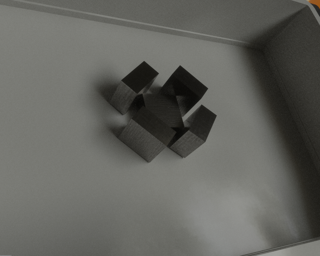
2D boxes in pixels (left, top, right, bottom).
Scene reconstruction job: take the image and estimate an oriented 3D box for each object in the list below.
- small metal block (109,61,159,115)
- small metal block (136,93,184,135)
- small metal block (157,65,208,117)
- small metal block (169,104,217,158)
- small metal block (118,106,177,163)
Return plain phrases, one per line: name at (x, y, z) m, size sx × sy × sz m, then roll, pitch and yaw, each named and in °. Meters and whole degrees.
small metal block at (-0.034, -0.051, 0.400) m, size 0.025 × 0.050 × 0.050 m, roll 41°, pitch 52°, yaw 0°
small metal block at (0.000, -0.017, 0.413) m, size 0.050 × 0.025 × 0.050 m, roll 1°, pitch 61°, yaw -28°
small metal block at (0.030, -0.051, 0.433) m, size 0.050 × 0.050 × 0.025 m, roll 39°, pitch 50°, yaw -3°
small metal block at (0.044, 0.005, 0.407) m, size 0.025 × 0.050 × 0.050 m, roll 36°, pitch 50°, yaw -6°
small metal block at (-0.016, 0.009, 0.373) m, size 0.050 × 0.050 × 0.025 m, roll 39°, pitch 52°, yaw -2°
